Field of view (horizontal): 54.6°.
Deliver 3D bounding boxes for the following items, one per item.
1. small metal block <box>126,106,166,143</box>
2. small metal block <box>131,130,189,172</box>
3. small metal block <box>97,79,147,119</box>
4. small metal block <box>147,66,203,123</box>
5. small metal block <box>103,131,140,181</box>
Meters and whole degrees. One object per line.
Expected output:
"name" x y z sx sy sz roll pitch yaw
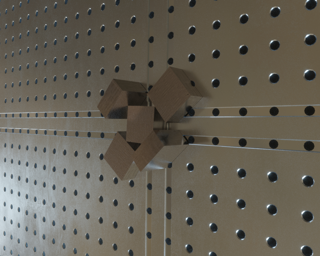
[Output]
"small metal block" -0.019 -0.004 0.425 0.050 0.025 0.050 5 92 41
"small metal block" 0.000 0.028 0.394 0.050 0.050 0.025 -50 60 28
"small metal block" -0.052 -0.040 0.437 0.025 0.050 0.050 51 121 27
"small metal block" 0.018 -0.041 0.396 0.050 0.025 0.050 -48 62 30
"small metal block" -0.050 0.040 0.451 0.050 0.025 0.050 45 117 30
